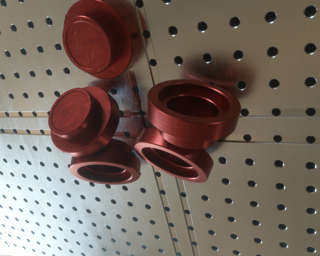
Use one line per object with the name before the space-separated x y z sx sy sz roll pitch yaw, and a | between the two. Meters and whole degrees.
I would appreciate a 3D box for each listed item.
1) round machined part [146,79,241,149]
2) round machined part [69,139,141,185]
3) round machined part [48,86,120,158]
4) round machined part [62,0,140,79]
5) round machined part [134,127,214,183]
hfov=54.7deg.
round machined part | 0.034 -0.013 0.337 0.098 0.098 0.042 18 124 17
round machined part | -0.077 0.047 0.448 0.099 0.042 0.098 2 152 1
round machined part | -0.106 -0.014 0.407 0.098 0.098 0.042 0 156 27
round machined part | -0.077 -0.105 0.375 0.098 0.042 0.097 13 124 20
round machined part | 0.021 0.026 0.386 0.098 0.042 0.098 23 158 10
